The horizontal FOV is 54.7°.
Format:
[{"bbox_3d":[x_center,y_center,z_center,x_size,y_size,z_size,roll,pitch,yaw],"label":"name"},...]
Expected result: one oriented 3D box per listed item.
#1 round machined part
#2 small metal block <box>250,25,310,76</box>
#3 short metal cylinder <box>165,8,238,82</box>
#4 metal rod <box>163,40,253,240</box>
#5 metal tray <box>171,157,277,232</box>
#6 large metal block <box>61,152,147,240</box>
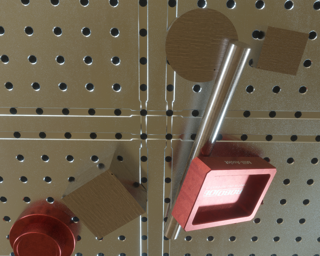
[{"bbox_3d":[-0.177,0.171,0.466,0.099,0.042,0.097,0,110,0],"label":"round machined part"},{"bbox_3d":[0.145,-0.095,0.380,0.050,0.025,0.050,10,110,-4],"label":"small metal block"},{"bbox_3d":[0.046,-0.098,0.364,0.081,0.050,0.079,0,110,0],"label":"short metal cylinder"},{"bbox_3d":[0.050,0.037,0.397,0.025,0.025,0.298,12,121,-5],"label":"metal rod"},{"bbox_3d":[0.087,0.084,0.409,0.131,0.030,0.089,4,114,-35],"label":"metal tray"},{"bbox_3d":[-0.075,0.095,0.434,0.080,0.050,0.080,-33,107,11],"label":"large metal block"}]
